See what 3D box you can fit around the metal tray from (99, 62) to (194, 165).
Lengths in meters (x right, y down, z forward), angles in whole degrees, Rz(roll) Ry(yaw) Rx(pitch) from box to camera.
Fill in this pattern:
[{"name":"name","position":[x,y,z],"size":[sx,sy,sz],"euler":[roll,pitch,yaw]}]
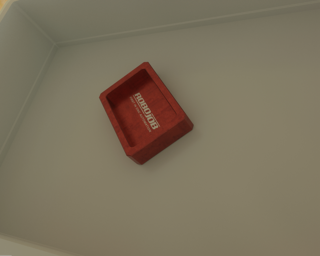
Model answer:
[{"name":"metal tray","position":[-0.024,-0.025,0.430],"size":[0.090,0.030,0.130],"euler":[-35,51,5]}]
